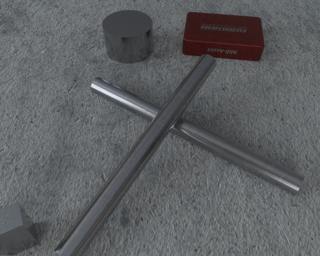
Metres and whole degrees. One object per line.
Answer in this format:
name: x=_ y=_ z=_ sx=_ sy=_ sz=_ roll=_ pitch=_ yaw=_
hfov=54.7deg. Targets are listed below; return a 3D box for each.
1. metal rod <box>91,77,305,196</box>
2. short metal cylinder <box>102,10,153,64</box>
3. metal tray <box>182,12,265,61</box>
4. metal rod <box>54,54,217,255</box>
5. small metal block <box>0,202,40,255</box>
metal rod: x=0.032 y=0.001 z=0.402 sx=0.301 sy=0.025 sz=0.025 roll=27 pitch=55 yaw=20
short metal cylinder: x=-0.052 y=-0.152 z=0.514 sx=0.081 sy=0.050 sz=0.080 roll=0 pitch=50 yaw=0
metal tray: x=0.108 y=-0.160 z=0.536 sx=0.131 sy=0.030 sz=0.090 roll=6 pitch=50 yaw=4
metal rod: x=-0.012 y=0.016 z=0.364 sx=0.025 sy=0.025 sz=0.301 roll=26 pitch=62 yaw=20
small metal block: x=-0.152 y=0.103 z=0.298 sx=0.050 sy=0.050 sz=0.025 roll=-20 pitch=53 yaw=-17
